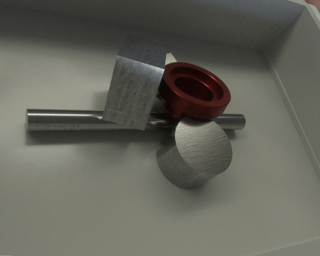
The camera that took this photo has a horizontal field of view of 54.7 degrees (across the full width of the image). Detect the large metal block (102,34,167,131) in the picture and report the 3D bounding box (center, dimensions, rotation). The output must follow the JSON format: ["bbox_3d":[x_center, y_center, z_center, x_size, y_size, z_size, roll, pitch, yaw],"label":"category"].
[{"bbox_3d":[-0.029,-0.056,0.370,0.050,0.079,0.080,16,32,-6],"label":"large metal block"}]

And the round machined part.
[{"bbox_3d":[0.042,-0.044,0.420,0.099,0.042,0.098,15,39,-12],"label":"round machined part"}]

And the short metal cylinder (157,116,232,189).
[{"bbox_3d":[0.043,0.030,0.393,0.081,0.050,0.080,14,56,-21],"label":"short metal cylinder"}]

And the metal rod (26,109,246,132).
[{"bbox_3d":[-0.010,-0.009,0.403,0.303,0.025,0.025,0,62,-29],"label":"metal rod"}]

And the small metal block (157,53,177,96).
[{"bbox_3d":[0.006,-0.080,0.458,0.050,0.025,0.050,-23,75,-37],"label":"small metal block"}]
